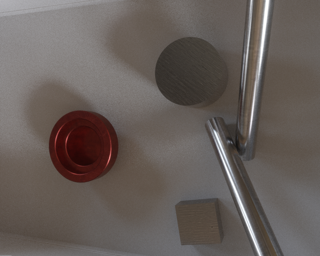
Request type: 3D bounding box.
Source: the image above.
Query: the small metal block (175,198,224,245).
[{"bbox_3d":[0.050,0.118,0.392,0.050,0.025,0.050,-10,87,19],"label":"small metal block"}]

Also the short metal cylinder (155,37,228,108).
[{"bbox_3d":[0.040,-0.066,0.382,0.080,0.050,0.079,0,90,19],"label":"short metal cylinder"}]

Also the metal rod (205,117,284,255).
[{"bbox_3d":[0.099,0.109,0.298,0.025,0.025,0.299,-29,50,17],"label":"metal rod"}]

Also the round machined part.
[{"bbox_3d":[-0.102,0.025,0.436,0.098,0.042,0.097,0,90,19],"label":"round machined part"}]

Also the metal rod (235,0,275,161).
[{"bbox_3d":[0.095,-0.095,0.301,0.025,0.025,0.298,8,123,19],"label":"metal rod"}]
